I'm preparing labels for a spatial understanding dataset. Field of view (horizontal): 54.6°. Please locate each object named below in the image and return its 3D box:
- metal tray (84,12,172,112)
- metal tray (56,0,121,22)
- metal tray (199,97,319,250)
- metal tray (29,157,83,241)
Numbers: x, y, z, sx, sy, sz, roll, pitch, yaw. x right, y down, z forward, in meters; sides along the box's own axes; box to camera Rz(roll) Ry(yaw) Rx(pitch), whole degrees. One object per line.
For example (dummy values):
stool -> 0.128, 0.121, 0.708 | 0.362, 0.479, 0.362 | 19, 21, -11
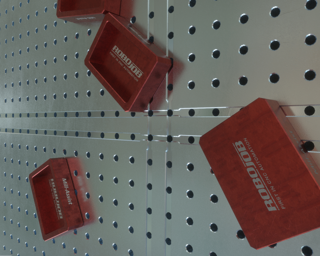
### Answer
metal tray -> -0.052, -0.095, 0.449 | 0.130, 0.030, 0.090 | 48, 118, 29
metal tray -> -0.116, -0.224, 0.503 | 0.130, 0.030, 0.089 | 12, 98, 39
metal tray -> 0.107, 0.046, 0.319 | 0.090, 0.030, 0.130 | -38, 67, 33
metal tray -> -0.193, 0.130, 0.567 | 0.090, 0.030, 0.130 | -32, 70, 35
